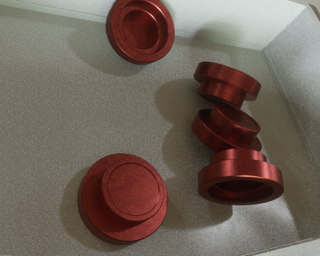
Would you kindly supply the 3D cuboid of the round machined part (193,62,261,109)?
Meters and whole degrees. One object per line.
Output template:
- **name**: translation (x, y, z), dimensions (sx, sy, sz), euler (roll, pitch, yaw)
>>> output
- **round machined part**: translation (0.095, -0.059, 0.461), dimensions (0.099, 0.098, 0.042), euler (22, 90, -15)

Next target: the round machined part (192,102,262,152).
- **round machined part**: translation (0.096, 0.001, 0.423), dimensions (0.099, 0.042, 0.098), euler (22, 26, -11)

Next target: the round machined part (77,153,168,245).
- **round machined part**: translation (-0.035, 0.072, 0.333), dimensions (0.099, 0.042, 0.098), euler (14, 56, -21)

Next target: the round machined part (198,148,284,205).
- **round machined part**: translation (0.096, 0.058, 0.377), dimensions (0.099, 0.097, 0.042), euler (17, 57, -19)

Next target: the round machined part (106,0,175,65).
- **round machined part**: translation (-0.031, -0.140, 0.449), dimensions (0.099, 0.042, 0.097), euler (1, 88, -28)
